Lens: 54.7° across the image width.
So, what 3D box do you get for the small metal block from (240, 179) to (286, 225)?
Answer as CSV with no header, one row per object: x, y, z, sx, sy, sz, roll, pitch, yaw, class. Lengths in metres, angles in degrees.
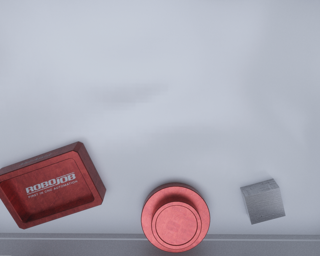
0.150,0.108,0.453,0.050,0.025,0.050,-17,110,5,small metal block

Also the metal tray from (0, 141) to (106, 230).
-0.154,0.082,0.436,0.131,0.030,0.090,-19,109,6,metal tray

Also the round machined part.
0.022,0.130,0.437,0.099,0.042,0.097,0,94,-1,round machined part
